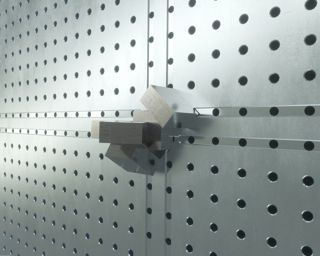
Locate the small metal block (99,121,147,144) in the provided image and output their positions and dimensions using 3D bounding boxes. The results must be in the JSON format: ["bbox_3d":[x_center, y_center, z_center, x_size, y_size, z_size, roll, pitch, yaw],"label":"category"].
[{"bbox_3d":[-0.044,0.005,0.385,0.050,0.050,0.025,2,92,3],"label":"small metal block"}]

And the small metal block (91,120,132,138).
[{"bbox_3d":[-0.063,0.002,0.445,0.050,0.050,0.025,2,92,40],"label":"small metal block"}]

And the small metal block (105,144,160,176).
[{"bbox_3d":[-0.037,0.040,0.422,0.050,0.050,0.025,2,60,40],"label":"small metal block"}]

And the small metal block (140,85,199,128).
[{"bbox_3d":[0.012,-0.026,0.384,0.050,0.050,0.025,51,119,28],"label":"small metal block"}]

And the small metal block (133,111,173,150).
[{"bbox_3d":[-0.010,0.003,0.419,0.050,0.025,0.050,2,91,39],"label":"small metal block"}]
